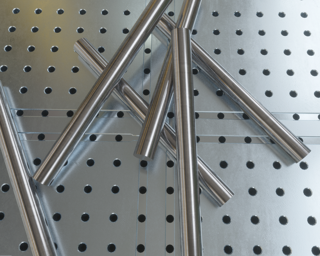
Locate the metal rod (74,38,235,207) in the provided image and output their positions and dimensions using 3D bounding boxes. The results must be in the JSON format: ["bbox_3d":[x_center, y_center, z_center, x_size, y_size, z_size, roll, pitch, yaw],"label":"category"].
[{"bbox_3d":[-0.017,-0.017,0.417,0.025,0.025,0.300,-40,75,-13],"label":"metal rod"}]

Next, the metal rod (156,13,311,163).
[{"bbox_3d":[0.087,-0.070,0.437,0.025,0.025,0.300,-39,75,-13],"label":"metal rod"}]

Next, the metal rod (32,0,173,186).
[{"bbox_3d":[-0.070,-0.060,0.407,0.025,0.025,0.300,31,82,10],"label":"metal rod"}]

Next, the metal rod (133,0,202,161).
[{"bbox_3d":[0.021,-0.100,0.420,0.025,0.025,0.300,15,71,5],"label":"metal rod"}]

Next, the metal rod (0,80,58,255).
[{"bbox_3d":[-0.172,0.065,0.387,0.025,0.025,0.299,-24,72,-8],"label":"metal rod"}]

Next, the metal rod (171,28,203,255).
[{"bbox_3d":[0.032,0.025,0.373,0.025,0.025,0.299,-2,81,-1],"label":"metal rod"}]
